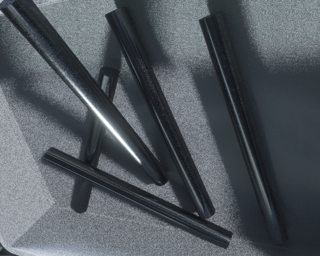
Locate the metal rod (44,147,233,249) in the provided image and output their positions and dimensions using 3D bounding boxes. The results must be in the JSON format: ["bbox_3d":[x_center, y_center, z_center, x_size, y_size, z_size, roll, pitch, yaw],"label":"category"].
[{"bbox_3d":[-0.038,0.101,0.464,0.301,0.025,0.025,24,127,9],"label":"metal rod"}]

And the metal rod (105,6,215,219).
[{"bbox_3d":[0.008,-0.005,0.400,0.025,0.025,0.299,-12,112,33],"label":"metal rod"}]

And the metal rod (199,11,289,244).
[{"bbox_3d":[0.105,0.016,0.363,0.025,0.025,0.299,-9,114,32],"label":"metal rod"}]

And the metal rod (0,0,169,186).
[{"bbox_3d":[-0.058,-0.014,0.352,0.025,0.025,0.300,-2,143,29],"label":"metal rod"}]

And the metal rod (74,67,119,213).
[{"bbox_3d":[-0.107,0.038,0.488,0.025,0.025,0.298,29,128,10],"label":"metal rod"}]
